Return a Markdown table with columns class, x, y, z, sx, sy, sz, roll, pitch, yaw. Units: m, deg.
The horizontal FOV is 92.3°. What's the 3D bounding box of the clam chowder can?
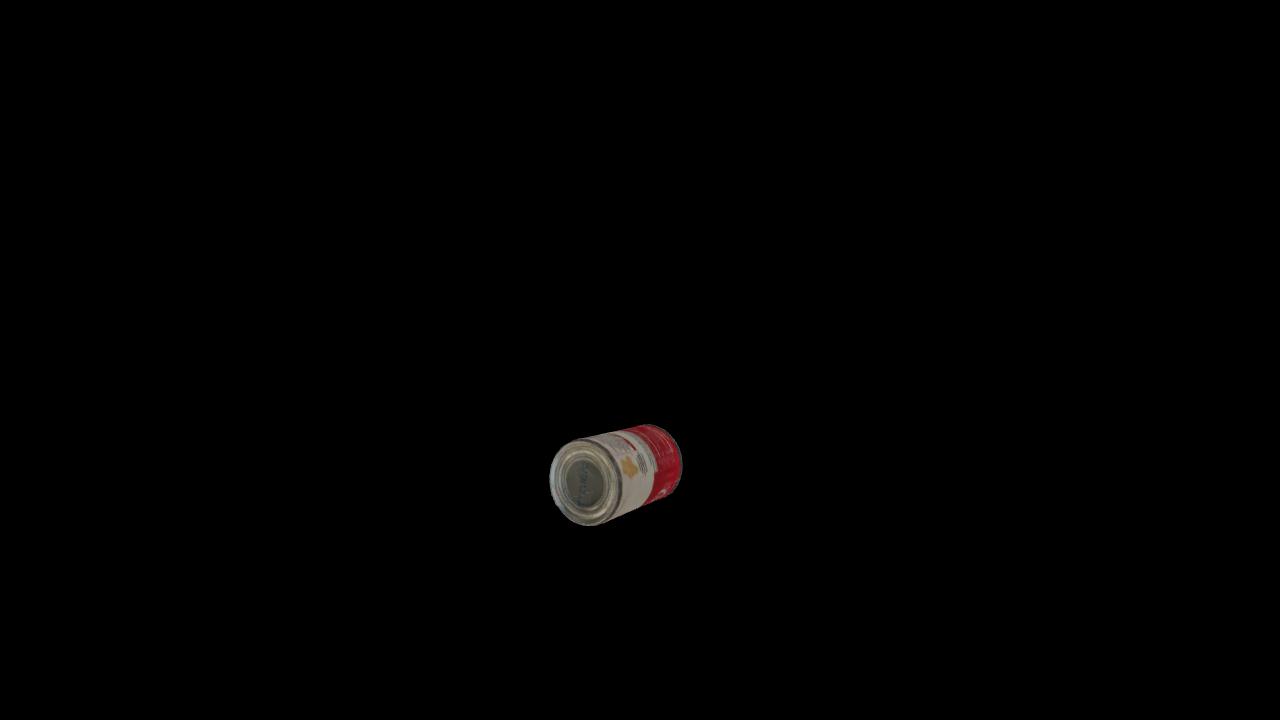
| class | x | y | z | sx | sy | sz | roll | pitch | yaw |
| --- | --- | --- | --- | --- | --- | --- | --- | --- | --- |
| clam chowder can | -0.017 | 0.091 | 0.502 | 0.068 | 0.068 | 0.102 | 0 | 0 | 30 |
